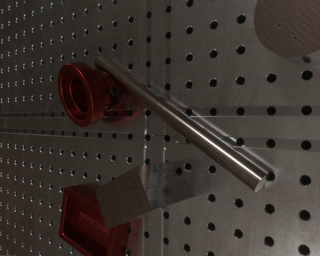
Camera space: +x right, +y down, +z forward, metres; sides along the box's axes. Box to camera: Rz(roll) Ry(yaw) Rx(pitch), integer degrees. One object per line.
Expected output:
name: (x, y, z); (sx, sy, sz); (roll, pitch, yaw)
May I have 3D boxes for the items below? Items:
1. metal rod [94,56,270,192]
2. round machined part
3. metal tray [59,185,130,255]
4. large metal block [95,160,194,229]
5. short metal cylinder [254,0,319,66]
metal rod: (0.007, -0.022, 0.401); (0.300, 0.025, 0.025); (39, 113, 33)
round machined part: (-0.113, -0.054, 0.477); (0.098, 0.042, 0.097); (23, 123, 40)
metal tray: (-0.107, 0.154, 0.491); (0.130, 0.030, 0.089); (15, 99, 38)
large metal block: (-0.019, 0.082, 0.388); (0.080, 0.081, 0.050); (-33, 70, 35)
short metal cylinder: (0.134, -0.101, 0.282); (0.080, 0.050, 0.079); (0, 90, 39)
